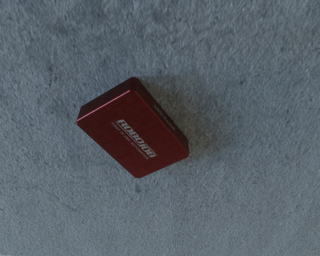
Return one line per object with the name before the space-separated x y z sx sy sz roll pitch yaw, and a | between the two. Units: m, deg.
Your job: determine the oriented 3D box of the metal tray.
metal tray | -0.032 0.006 0.409 0.090 0.030 0.130 -27 125 21
